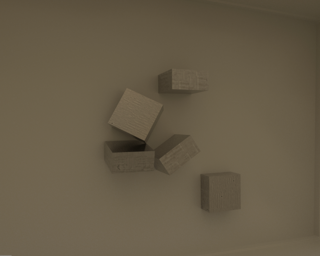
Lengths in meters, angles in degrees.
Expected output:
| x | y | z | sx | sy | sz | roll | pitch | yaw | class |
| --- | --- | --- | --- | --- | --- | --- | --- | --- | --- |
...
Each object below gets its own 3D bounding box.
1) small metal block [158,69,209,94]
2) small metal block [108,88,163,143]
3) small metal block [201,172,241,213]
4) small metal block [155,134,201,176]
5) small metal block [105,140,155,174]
| x | y | z | sx | sy | sz | roll | pitch | yaw | class |
| --- | --- | --- | --- | --- | --- | --- | --- | --- | --- |
| 0.030 | -0.060 | 0.408 | 0.050 | 0.050 | 0.025 | -1 | 91 | -20 | small metal block |
| -0.029 | -0.015 | 0.390 | 0.050 | 0.025 | 0.050 | 26 | 80 | 7 | small metal block |
| 0.087 | 0.091 | 0.442 | 0.050 | 0.025 | 0.050 | -1 | 90 | -20 | small metal block |
| 0.017 | 0.033 | 0.403 | 0.050 | 0.050 | 0.025 | -36 | 102 | -16 | small metal block |
| -0.039 | 0.034 | 0.381 | 0.050 | 0.050 | 0.025 | -1 | 103 | -20 | small metal block |
